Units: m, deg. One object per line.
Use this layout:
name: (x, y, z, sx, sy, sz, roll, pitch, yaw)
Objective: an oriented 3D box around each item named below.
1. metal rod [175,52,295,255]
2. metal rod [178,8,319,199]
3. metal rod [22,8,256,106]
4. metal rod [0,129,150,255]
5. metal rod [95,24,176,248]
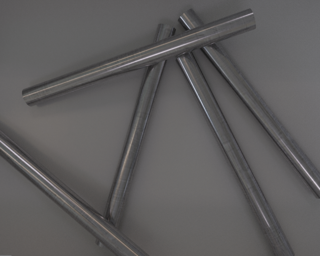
metal rod: (0.099, 0.038, 0.411, 0.025, 0.025, 0.299, -27, 90, 0)
metal rod: (0.126, -0.032, 0.412, 0.025, 0.025, 0.300, -38, 90, 0)
metal rod: (-0.032, -0.085, 0.389, 0.301, 0.025, 0.025, -17, 90, 8)
metal rod: (-0.135, 0.076, 0.393, 0.300, 0.025, 0.025, 38, 90, 6)
metal rod: (-0.032, 0.010, 0.410, 0.025, 0.025, 0.298, 16, 90, 0)
